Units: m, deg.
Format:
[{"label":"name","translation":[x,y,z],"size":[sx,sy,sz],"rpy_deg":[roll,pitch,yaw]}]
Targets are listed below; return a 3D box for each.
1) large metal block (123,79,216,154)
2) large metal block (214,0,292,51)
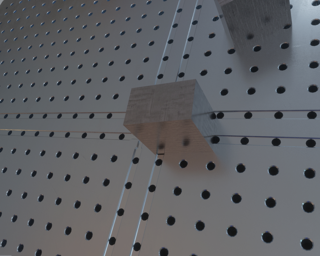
[{"label":"large metal block","translation":[0.015,-0.009,0.370],"size":[0.080,0.080,0.050],"rpy_deg":[-5,60,25]},{"label":"large metal block","translation":[0.121,-0.163,0.409],"size":[0.080,0.080,0.050],"rpy_deg":[-24,53,13]}]
